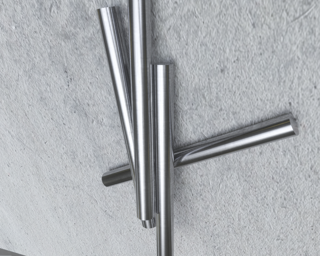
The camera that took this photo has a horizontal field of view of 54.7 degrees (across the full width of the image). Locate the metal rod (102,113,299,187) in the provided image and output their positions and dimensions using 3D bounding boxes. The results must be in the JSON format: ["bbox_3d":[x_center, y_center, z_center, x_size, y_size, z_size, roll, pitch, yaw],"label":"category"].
[{"bbox_3d":[0.029,0.040,0.416,0.299,0.025,0.025,-21,107,36],"label":"metal rod"}]

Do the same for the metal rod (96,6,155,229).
[{"bbox_3d":[-0.037,0.001,0.404,0.025,0.025,0.298,1,112,28],"label":"metal rod"}]

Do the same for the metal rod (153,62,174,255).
[{"bbox_3d":[0.006,0.066,0.407,0.025,0.025,0.298,8,111,24],"label":"metal rod"}]

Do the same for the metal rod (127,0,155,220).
[{"bbox_3d":[-0.021,-0.023,0.368,0.025,0.025,0.298,8,111,24],"label":"metal rod"}]
